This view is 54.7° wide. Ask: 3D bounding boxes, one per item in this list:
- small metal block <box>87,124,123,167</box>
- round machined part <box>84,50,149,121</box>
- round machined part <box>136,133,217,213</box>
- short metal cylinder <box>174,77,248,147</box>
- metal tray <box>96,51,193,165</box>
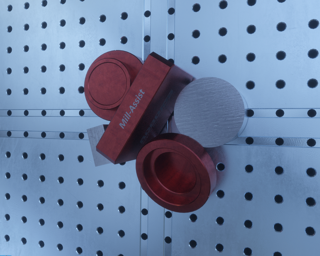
[{"bbox_3d":[-0.069,0.022,0.419,0.025,0.050,0.050,-16,85,19],"label":"small metal block"},{"bbox_3d":[-0.062,-0.058,0.420,0.098,0.042,0.097,0,90,19],"label":"round machined part"},{"bbox_3d":[0.023,0.050,0.379,0.098,0.042,0.097,12,117,26],"label":"round machined part"},{"bbox_3d":[0.063,-0.018,0.373,0.080,0.050,0.079,0,90,20],"label":"short metal cylinder"},{"bbox_3d":[-0.015,-0.021,0.379,0.030,0.090,0.129,35,101,16],"label":"metal tray"}]
